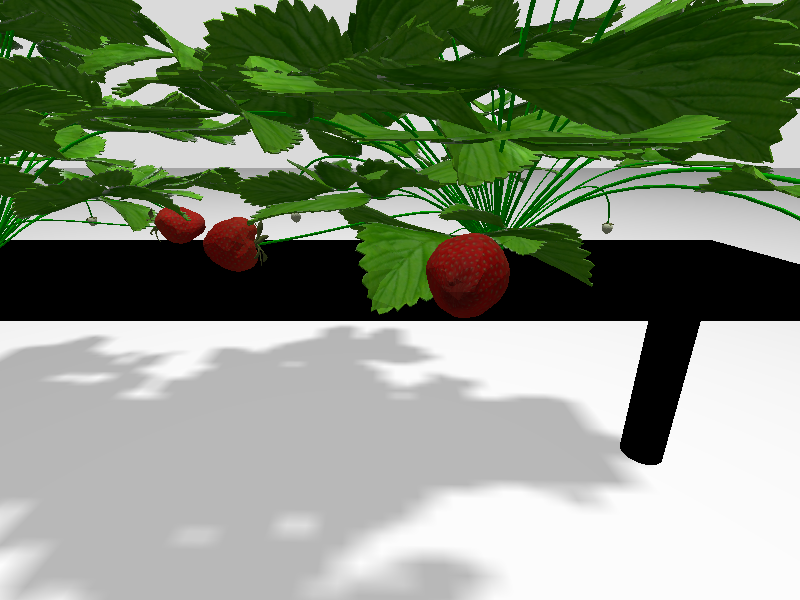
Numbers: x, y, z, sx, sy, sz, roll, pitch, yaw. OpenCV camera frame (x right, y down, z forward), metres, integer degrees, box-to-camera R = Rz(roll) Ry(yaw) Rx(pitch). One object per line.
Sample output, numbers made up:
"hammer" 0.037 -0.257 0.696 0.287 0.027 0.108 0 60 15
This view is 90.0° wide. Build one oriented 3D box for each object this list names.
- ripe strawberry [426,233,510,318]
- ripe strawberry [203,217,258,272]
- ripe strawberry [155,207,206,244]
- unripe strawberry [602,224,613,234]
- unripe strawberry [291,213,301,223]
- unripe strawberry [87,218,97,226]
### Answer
"ripe strawberry" 0.035 -0.011 0.214 0.045 0.047 0.049 7 22 18
"ripe strawberry" -0.127 -0.042 0.302 0.039 0.040 0.035 -5 21 -13
"ripe strawberry" -0.215 -0.075 0.395 0.042 0.036 0.042 -6 21 -16
"unripe strawberry" 0.223 -0.077 0.431 0.011 0.011 0.011 -11 23 -28
"unripe strawberry" -0.119 -0.094 0.458 0.011 0.011 0.011 11 23 27
"unripe strawberry" -0.380 -0.097 0.495 0.011 0.010 0.010 -2 20 -5
